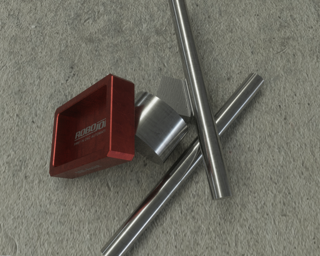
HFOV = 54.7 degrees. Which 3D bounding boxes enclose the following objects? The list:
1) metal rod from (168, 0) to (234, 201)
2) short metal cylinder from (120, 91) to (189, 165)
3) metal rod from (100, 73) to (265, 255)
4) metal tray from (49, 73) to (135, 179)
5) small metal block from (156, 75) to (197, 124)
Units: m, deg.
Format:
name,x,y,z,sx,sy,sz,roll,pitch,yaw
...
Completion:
name,x,y,z,sx,sy,sz,roll,pitch,yaw
metal rod,0.047,-0.058,0.403,0.025,0.025,0.299,-9,69,-3
short metal cylinder,-0.013,0.001,0.378,0.080,0.080,0.050,36,74,12
metal rod,0.038,0.040,0.393,0.025,0.025,0.301,38,74,12
metal tray,-0.081,0.004,0.358,0.030,0.130,0.090,17,63,-41
small metal block,0.021,-0.039,0.422,0.050,0.025,0.050,14,71,5
